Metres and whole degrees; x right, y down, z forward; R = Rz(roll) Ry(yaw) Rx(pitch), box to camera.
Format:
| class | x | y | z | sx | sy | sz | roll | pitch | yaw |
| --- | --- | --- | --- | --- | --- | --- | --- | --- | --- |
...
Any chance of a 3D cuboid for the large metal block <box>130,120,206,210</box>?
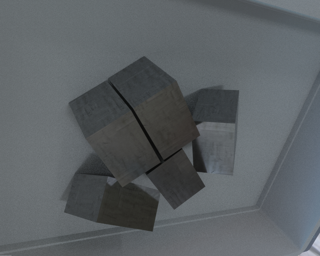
| class | x | y | z | sx | sy | sz | roll | pitch | yaw |
| --- | --- | --- | --- | --- | --- | --- | --- | --- | --- |
| large metal block | 0.005 | 0.045 | 0.403 | 0.050 | 0.080 | 0.080 | -36 | 130 | -5 |

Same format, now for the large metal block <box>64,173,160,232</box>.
| class | x | y | z | sx | sy | sz | roll | pitch | yaw |
| --- | --- | --- | --- | --- | --- | --- | --- | --- | --- |
| large metal block | -0.059 | 0.092 | 0.389 | 0.080 | 0.080 | 0.050 | 24 | 71 | -37 |

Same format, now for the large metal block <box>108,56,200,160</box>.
| class | x | y | z | sx | sy | sz | roll | pitch | yaw |
| --- | --- | --- | --- | --- | --- | --- | --- | --- | --- |
| large metal block | -0.007 | -0.024 | 0.354 | 0.050 | 0.080 | 0.080 | -34 | 129 | -7 |

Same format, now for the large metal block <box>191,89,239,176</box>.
| class | x | y | z | sx | sy | sz | roll | pitch | yaw |
| --- | --- | --- | --- | --- | --- | --- | --- | --- | --- |
| large metal block | 0.075 | 0.003 | 0.408 | 0.050 | 0.080 | 0.079 | 4 | 126 | 15 |

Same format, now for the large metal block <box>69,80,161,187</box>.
| class | x | y | z | sx | sy | sz | roll | pitch | yaw |
| --- | --- | --- | --- | --- | --- | --- | --- | --- | --- |
| large metal block | -0.051 | 0.005 | 0.348 | 0.050 | 0.080 | 0.080 | -33 | 129 | -7 |
